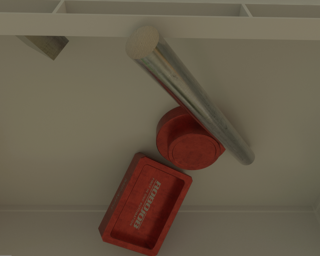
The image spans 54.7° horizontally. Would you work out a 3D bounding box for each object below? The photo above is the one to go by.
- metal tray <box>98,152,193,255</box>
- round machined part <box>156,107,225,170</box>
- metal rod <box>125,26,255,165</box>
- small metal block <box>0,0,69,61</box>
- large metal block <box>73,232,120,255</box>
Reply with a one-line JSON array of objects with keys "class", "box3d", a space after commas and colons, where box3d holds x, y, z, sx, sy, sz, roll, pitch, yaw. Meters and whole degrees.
[{"class": "metal tray", "box3d": [-0.020, 0.112, 0.452, 0.090, 0.030, 0.130, 27, 87, -21]}, {"class": "round machined part", "box3d": [0.044, 0.019, 0.415, 0.099, 0.042, 0.097, -1, 130, 0]}, {"class": "metal rod", "box3d": [0.057, -0.007, 0.325, 0.025, 0.025, 0.301, -24, 151, 19]}, {"class": "small metal block", "box3d": [-0.125, -0.096, 0.296, 0.025, 0.050, 0.050, -55, 149, -7]}, {"class": "large metal block", "box3d": [-0.120, 0.248, 0.605, 0.081, 0.050, 0.079, 3, 130, -3]}]
